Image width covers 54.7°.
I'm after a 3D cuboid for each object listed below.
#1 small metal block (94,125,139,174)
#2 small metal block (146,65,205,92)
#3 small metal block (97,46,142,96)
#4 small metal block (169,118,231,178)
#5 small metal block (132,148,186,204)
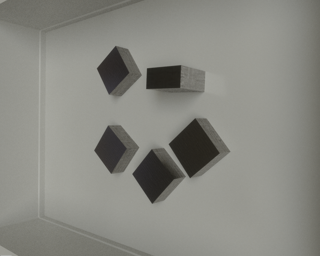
[{"bbox_3d":[-0.065,0.031,0.458,0.050,0.025,0.050,47,118,29],"label":"small metal block"},{"bbox_3d":[0.019,-0.058,0.373,0.050,0.050,0.025,4,93,39],"label":"small metal block"},{"bbox_3d":[-0.060,-0.083,0.454,0.050,0.025,0.050,-40,66,32],"label":"small metal block"},{"bbox_3d":[0.046,0.024,0.368,0.050,0.025,0.050,-46,63,30],"label":"small metal block"},{"bbox_3d":[-0.002,0.062,0.407,0.050,0.025,0.050,52,120,27],"label":"small metal block"}]
